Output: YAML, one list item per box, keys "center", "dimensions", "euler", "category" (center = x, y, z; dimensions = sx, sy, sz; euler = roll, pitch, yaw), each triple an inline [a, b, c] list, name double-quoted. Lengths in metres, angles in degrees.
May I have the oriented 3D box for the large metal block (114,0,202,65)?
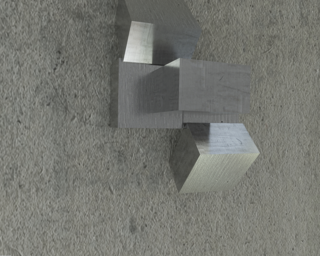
- center: [-0.006, -0.121, 0.373]
  dimensions: [0.081, 0.050, 0.080]
  euler: [1, 46, -20]
  category: "large metal block"

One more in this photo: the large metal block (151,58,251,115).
- center: [0.042, -0.041, 0.345]
  dimensions: [0.081, 0.080, 0.050]
  euler: [1, 90, -20]
  category: "large metal block"

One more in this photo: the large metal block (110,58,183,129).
- center: [-0.018, -0.040, 0.389]
  dimensions: [0.081, 0.050, 0.079]
  euler: [1, 90, -21]
  category: "large metal block"

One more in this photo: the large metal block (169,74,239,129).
- center: [0.058, -0.040, 0.418]
  dimensions: [0.081, 0.050, 0.079]
  euler: [1, 90, -21]
  category: "large metal block"

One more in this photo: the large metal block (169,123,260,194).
- center: [0.066, 0.039, 0.400]
  dimensions: [0.081, 0.079, 0.050]
  euler: [0, 46, -21]
  category: "large metal block"
